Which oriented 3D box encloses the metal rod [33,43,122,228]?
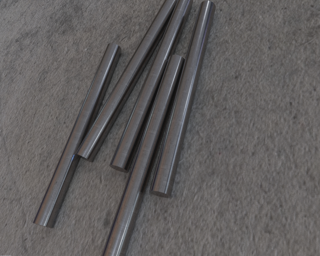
[{"bbox_3d":[-0.115,-0.004,0.464,0.025,0.025,0.300,2,62,29],"label":"metal rod"}]

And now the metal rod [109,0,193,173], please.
[{"bbox_3d":[-0.005,-0.078,0.453,0.025,0.025,0.300,7,65,31],"label":"metal rod"}]

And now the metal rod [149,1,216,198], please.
[{"bbox_3d":[0.037,-0.055,0.417,0.025,0.025,0.300,2,62,28],"label":"metal rod"}]

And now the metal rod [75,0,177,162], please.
[{"bbox_3d":[-0.043,-0.086,0.477,0.025,0.025,0.300,15,69,33],"label":"metal rod"}]

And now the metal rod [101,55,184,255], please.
[{"bbox_3d":[-0.017,0.033,0.391,0.025,0.025,0.300,4,63,29],"label":"metal rod"}]
